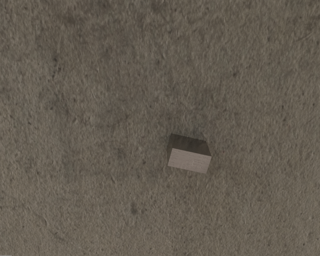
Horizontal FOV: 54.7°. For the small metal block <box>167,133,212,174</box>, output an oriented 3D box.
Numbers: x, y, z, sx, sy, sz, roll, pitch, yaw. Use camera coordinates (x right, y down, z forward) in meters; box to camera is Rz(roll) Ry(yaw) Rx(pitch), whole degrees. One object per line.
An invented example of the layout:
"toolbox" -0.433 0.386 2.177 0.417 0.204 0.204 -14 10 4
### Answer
"small metal block" 0.037 0.033 0.409 0.050 0.050 0.025 13 110 -5
